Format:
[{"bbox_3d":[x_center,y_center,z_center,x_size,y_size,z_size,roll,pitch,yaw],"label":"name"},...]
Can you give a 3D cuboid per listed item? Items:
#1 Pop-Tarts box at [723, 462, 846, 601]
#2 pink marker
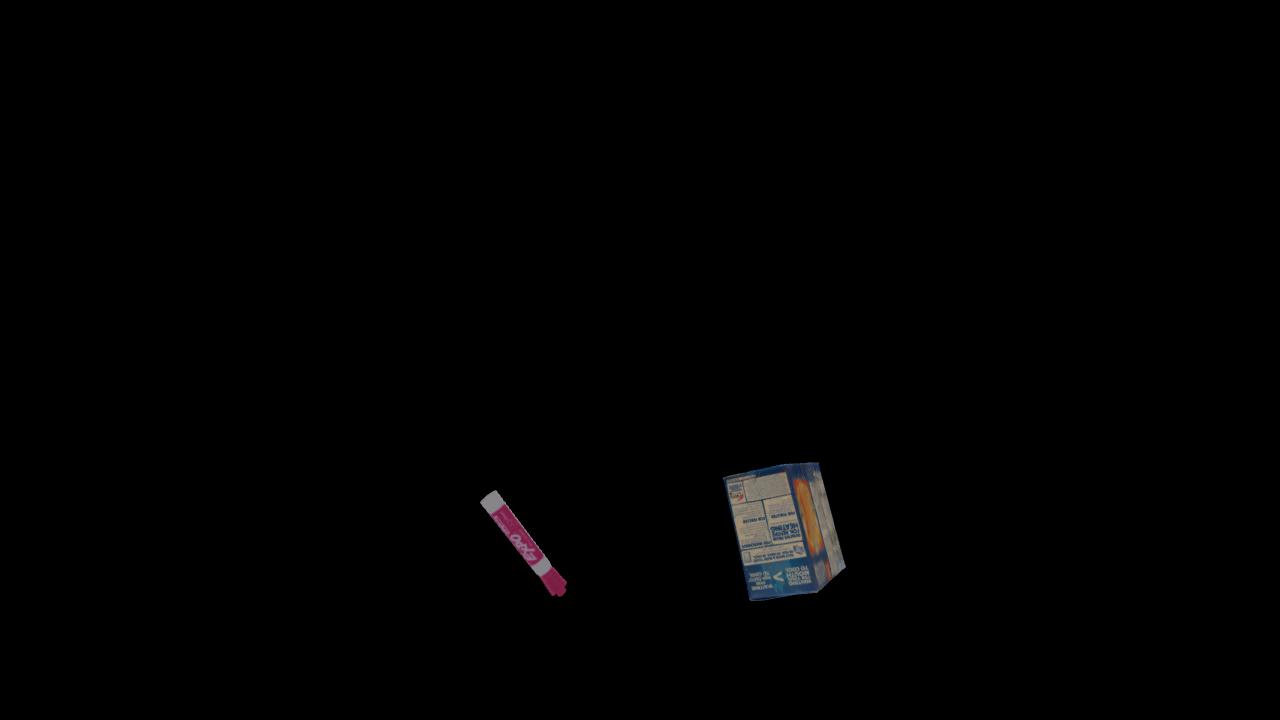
[{"bbox_3d":[0.181,0.203,0.757,0.083,0.141,0.167,-19,-16,25],"label":"Pop-Tarts box"},{"bbox_3d":[-0.110,0.179,0.593,0.020,0.121,0.020,-36,5,3],"label":"pink marker"}]
